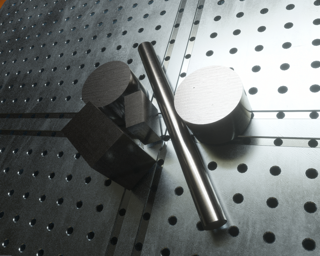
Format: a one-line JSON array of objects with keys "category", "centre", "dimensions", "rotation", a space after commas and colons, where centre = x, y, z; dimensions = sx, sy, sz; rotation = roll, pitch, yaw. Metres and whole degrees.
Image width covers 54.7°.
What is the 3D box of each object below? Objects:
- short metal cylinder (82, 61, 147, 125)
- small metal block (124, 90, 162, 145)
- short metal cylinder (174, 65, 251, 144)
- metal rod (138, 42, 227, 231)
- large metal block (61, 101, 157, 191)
[{"category": "short metal cylinder", "centre": [-0.066, -0.051, 0.453], "dimensions": [0.080, 0.050, 0.080], "rotation": [-13, 56, 21]}, {"category": "small metal block", "centre": [-0.022, -0.013, 0.406], "dimensions": [0.025, 0.050, 0.050], "rotation": [-19, 54, 17]}, {"category": "short metal cylinder", "centre": [0.064, -0.027, 0.371], "dimensions": [0.080, 0.050, 0.080], "rotation": [-13, 56, 21]}, {"category": "metal rod", "centre": [0.016, -0.014, 0.403], "dimensions": [0.025, 0.025, 0.299], "rotation": [-28, 52, 11]}, {"category": "large metal block", "centre": [-0.063, 0.023, 0.386], "dimensions": [0.050, 0.080, 0.080], "rotation": [-48, 51, -4]}]
